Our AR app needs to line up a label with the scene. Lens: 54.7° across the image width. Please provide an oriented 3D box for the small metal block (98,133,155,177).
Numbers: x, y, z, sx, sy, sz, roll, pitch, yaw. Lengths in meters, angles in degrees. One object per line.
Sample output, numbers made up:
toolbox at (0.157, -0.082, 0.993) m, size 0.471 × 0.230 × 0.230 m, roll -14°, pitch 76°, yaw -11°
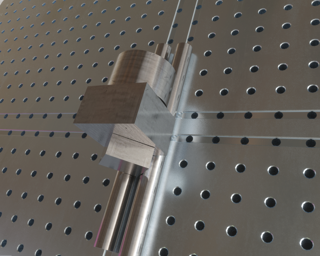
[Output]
small metal block at (-0.040, 0.033, 0.362) m, size 0.050 × 0.050 × 0.025 m, roll 20°, pitch 65°, yaw -12°

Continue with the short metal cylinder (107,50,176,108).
short metal cylinder at (-0.024, -0.052, 0.389) m, size 0.080 × 0.080 × 0.050 m, roll 1°, pitch 62°, yaw 28°

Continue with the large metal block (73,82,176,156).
large metal block at (-0.038, -0.008, 0.365) m, size 0.080 × 0.080 × 0.050 m, roll 0°, pitch 62°, yaw 28°

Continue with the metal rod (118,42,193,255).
metal rod at (0.001, 0.012, 0.400) m, size 0.025 × 0.025 × 0.300 m, roll 1°, pitch 62°, yaw 28°

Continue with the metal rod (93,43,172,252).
metal rod at (-0.029, 0.008, 0.419) m, size 0.025 × 0.025 × 0.300 m, roll 1°, pitch 62°, yaw 28°
